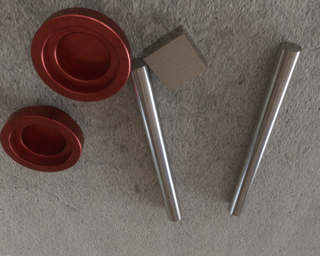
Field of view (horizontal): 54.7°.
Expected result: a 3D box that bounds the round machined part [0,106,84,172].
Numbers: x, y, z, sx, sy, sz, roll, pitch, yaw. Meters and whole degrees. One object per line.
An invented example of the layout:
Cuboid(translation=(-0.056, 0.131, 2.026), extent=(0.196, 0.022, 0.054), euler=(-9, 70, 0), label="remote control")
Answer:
Cuboid(translation=(-0.148, 0.010, 0.403), extent=(0.099, 0.042, 0.097), euler=(0, 130, 0), label="round machined part")

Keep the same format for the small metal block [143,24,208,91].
Cuboid(translation=(0.017, -0.076, 0.342), extent=(0.050, 0.025, 0.050), euler=(-28, 125, 21), label="small metal block")

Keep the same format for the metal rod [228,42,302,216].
Cuboid(translation=(0.134, 0.026, 0.430), extent=(0.025, 0.025, 0.298), euler=(2, 130, -2), label="metal rod")

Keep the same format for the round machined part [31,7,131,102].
Cuboid(translation=(-0.079, -0.079, 0.328), extent=(0.099, 0.042, 0.097), euler=(0, 130, 0), label="round machined part")

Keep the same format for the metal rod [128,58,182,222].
Cuboid(translation=(0.000, 0.040, 0.440), extent=(0.025, 0.025, 0.298), euler=(-8, 130, 6), label="metal rod")
